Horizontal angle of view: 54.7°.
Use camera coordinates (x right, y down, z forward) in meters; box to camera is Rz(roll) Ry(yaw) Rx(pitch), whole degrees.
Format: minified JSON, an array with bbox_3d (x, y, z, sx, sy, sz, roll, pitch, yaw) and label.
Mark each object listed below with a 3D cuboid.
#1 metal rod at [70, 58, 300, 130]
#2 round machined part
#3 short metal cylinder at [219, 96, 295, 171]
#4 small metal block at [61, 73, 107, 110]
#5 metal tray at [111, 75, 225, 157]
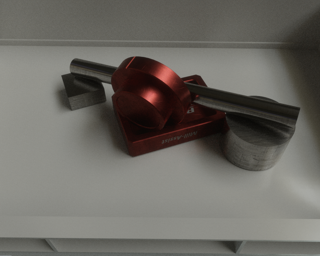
[{"bbox_3d":[0.015,-0.049,0.391,0.301,0.025,0.025,16,52,20],"label":"metal rod"},{"bbox_3d":[-0.016,-0.033,0.367,0.098,0.098,0.042,22,61,17],"label":"round machined part"},{"bbox_3d":[0.118,0.006,0.384,0.081,0.050,0.080,0,50,0],"label":"short metal cylinder"},{"bbox_3d":[-0.111,-0.058,0.450,0.050,0.025,0.050,-17,52,-15],"label":"small metal block"},{"bbox_3d":[0.010,-0.021,0.416,0.131,0.030,0.090,-15,52,-13],"label":"metal tray"}]
